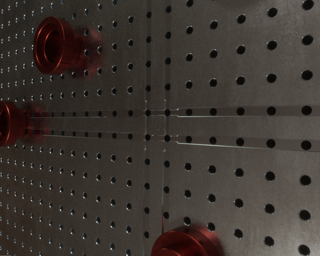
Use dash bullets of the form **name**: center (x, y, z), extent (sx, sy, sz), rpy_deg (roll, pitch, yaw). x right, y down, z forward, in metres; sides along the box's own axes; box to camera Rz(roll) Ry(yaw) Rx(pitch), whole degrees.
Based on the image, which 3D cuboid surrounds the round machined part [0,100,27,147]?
- **round machined part**: center (-0.320, -0.009, 0.658), extent (0.098, 0.042, 0.097), rpy_deg (0, 90, 39)

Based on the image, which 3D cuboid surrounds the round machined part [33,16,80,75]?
- **round machined part**: center (-0.177, -0.140, 0.541), extent (0.098, 0.042, 0.097), rpy_deg (0, 90, 39)

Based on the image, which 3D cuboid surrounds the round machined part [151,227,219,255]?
- **round machined part**: center (0.024, 0.175, 0.377), extent (0.098, 0.042, 0.097), rpy_deg (0, 90, 39)
